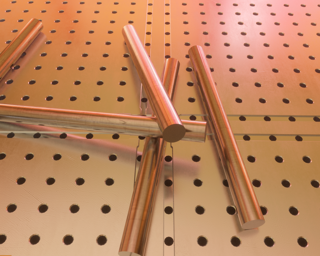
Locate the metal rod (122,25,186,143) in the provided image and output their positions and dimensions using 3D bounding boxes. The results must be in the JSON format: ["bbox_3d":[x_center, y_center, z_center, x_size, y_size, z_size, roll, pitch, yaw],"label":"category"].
[{"bbox_3d":[-0.020,-0.083,0.437,0.025,0.025,0.300,-10,39,-9],"label":"metal rod"}]

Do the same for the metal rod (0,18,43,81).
[{"bbox_3d":[-0.255,-0.076,0.467,0.025,0.025,0.300,10,51,7],"label":"metal rod"}]

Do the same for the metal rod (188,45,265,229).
[{"bbox_3d":[0.078,-0.013,0.419,0.025,0.025,0.300,-5,50,-5],"label":"metal rod"}]

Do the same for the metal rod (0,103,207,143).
[{"bbox_3d":[-0.093,-0.009,0.393,0.301,0.025,0.025,6,50,12],"label":"metal rod"}]

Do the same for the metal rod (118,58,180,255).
[{"bbox_3d":[-0.005,0.012,0.397,0.025,0.025,0.300,7,50,6],"label":"metal rod"}]
